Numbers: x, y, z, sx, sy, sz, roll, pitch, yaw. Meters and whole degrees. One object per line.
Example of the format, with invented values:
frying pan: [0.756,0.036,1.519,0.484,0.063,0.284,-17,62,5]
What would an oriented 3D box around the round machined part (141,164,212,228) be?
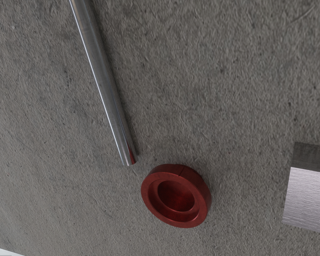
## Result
round machined part: [0.026,0.090,0.438,0.098,0.042,0.097,13,124,21]

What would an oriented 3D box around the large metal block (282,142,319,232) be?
large metal block: [0.182,0.068,0.336,0.080,0.050,0.079,9,122,23]

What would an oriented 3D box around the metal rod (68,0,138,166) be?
metal rod: [-0.077,-0.082,0.396,0.025,0.025,0.298,0,119,28]
